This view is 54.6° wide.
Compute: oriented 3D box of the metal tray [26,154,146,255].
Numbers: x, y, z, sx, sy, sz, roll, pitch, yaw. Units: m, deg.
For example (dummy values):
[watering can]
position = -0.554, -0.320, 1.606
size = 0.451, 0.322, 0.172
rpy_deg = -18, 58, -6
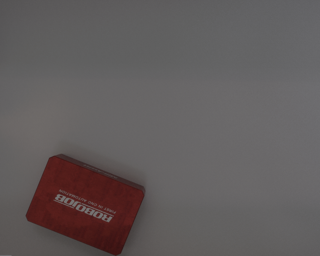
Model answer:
[metal tray]
position = -0.095, 0.099, 0.408
size = 0.131, 0.030, 0.090
rpy_deg = 22, 90, 0
